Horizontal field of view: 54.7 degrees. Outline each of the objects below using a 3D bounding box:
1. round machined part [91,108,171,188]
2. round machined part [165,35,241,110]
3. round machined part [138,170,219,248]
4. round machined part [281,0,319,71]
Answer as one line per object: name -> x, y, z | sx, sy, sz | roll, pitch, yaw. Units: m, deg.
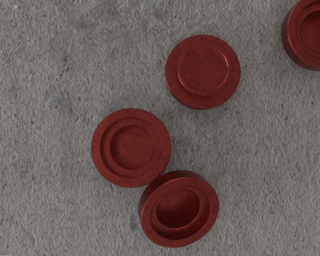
round machined part -> -0.035, 0.025, 0.399 | 0.099, 0.042, 0.097 | 0, 87, 2
round machined part -> 0.056, -0.073, 0.402 | 0.099, 0.042, 0.097 | 0, 90, 0
round machined part -> 0.021, 0.097, 0.390 | 0.099, 0.042, 0.097 | -5, 109, -14
round machined part -> 0.206, -0.122, 0.403 | 0.099, 0.042, 0.097 | 0, 90, 0
